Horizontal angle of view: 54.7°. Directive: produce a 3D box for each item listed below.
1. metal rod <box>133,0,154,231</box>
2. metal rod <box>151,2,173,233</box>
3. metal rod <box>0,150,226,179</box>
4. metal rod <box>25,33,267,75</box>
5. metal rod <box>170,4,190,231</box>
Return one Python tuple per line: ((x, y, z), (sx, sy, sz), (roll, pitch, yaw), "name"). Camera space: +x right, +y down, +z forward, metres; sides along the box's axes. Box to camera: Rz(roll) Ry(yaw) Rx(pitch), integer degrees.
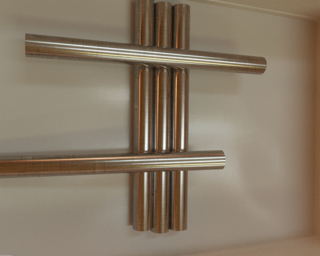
((-0.021, -0.019, 0.402), (0.025, 0.025, 0.298), (1, 90, -20), "metal rod")
((0.002, -0.014, 0.410), (0.025, 0.025, 0.298), (1, 90, -20), "metal rod")
((-0.068, 0.042, 0.365), (0.302, 0.025, 0.025), (0, 90, -13), "metal rod")
((-0.001, -0.088, 0.382), (0.302, 0.025, 0.025), (0, 90, -20), "metal rod")
((0.026, -0.014, 0.418), (0.025, 0.025, 0.298), (1, 90, -20), "metal rod")
